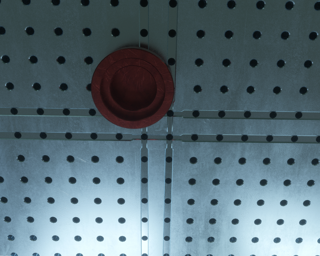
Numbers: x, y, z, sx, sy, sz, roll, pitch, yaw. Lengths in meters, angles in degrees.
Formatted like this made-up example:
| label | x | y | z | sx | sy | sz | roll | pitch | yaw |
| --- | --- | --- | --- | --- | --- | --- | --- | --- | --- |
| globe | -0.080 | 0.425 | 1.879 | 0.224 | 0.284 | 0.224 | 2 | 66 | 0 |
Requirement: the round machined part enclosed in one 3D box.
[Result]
| label | x | y | z | sx | sy | sz | roll | pitch | yaw |
| --- | --- | --- | --- | --- | --- | --- | --- | --- | --- |
| round machined part | -0.032 | -0.052 | 0.385 | 0.099 | 0.042 | 0.097 | 0 | 110 | 0 |
